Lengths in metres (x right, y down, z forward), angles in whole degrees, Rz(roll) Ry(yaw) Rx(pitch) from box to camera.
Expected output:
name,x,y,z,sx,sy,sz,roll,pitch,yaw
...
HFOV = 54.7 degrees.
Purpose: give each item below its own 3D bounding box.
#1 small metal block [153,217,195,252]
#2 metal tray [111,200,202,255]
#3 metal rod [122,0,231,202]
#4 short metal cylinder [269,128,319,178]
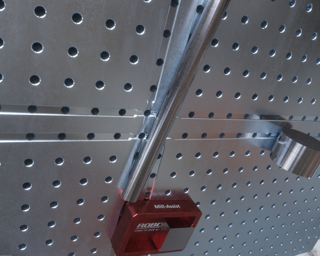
name,x,y,z,sx,sy,sz,roll,pitch,yaw
small metal block,0.023,0.176,0.516,0.050,0.025,0.050,9,114,-32
metal tray,-0.004,0.163,0.506,0.131,0.030,0.089,8,114,-32
metal rod,0.014,-0.029,0.400,0.025,0.025,0.298,11,113,-33
short metal cylinder,0.236,0.041,0.530,0.081,0.080,0.050,5,116,-31
